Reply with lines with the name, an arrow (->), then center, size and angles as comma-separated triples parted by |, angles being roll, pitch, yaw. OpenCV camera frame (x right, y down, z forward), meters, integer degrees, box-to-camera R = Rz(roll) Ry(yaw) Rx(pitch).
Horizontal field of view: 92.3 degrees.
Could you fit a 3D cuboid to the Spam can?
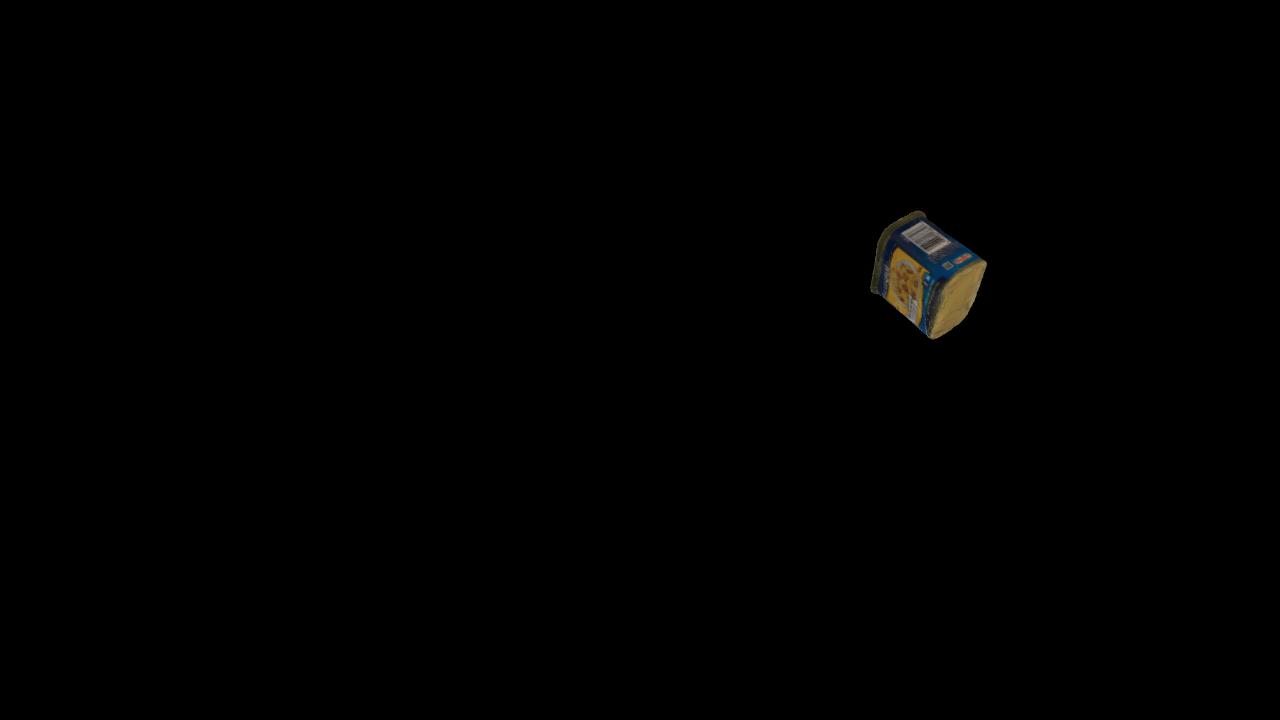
Spam can -> 0.285, -0.082, 0.614 | 0.058, 0.085, 0.101 | -30, -36, -7
